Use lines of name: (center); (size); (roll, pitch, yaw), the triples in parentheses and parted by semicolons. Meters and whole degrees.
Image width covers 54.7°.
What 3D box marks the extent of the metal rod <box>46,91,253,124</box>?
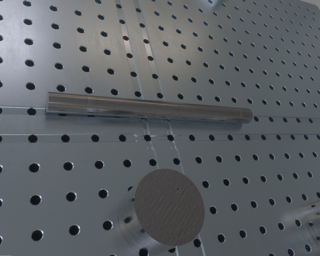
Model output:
metal rod: (0.005, -0.025, 0.425); (0.303, 0.025, 0.025); (2, 61, -27)

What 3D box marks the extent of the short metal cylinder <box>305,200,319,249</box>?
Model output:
short metal cylinder: (0.260, 0.139, 0.448); (0.081, 0.050, 0.080); (14, 56, -21)

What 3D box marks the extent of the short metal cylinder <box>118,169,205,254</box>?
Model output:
short metal cylinder: (0.001, 0.091, 0.337); (0.081, 0.050, 0.080); (14, 56, -21)
